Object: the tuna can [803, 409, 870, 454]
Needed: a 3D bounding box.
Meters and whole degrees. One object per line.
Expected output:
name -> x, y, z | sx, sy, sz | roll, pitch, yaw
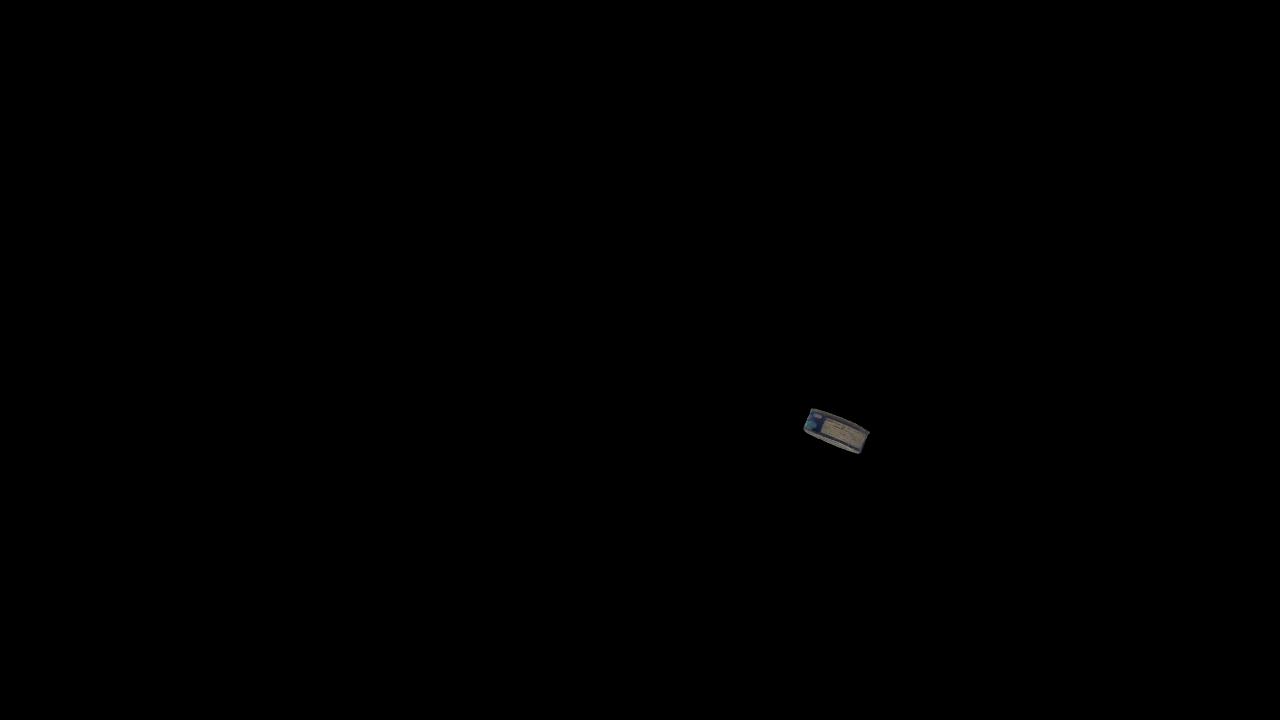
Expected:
tuna can -> 0.272, 0.099, 0.855 | 0.084, 0.034, 0.084 | 24, -3, 1
